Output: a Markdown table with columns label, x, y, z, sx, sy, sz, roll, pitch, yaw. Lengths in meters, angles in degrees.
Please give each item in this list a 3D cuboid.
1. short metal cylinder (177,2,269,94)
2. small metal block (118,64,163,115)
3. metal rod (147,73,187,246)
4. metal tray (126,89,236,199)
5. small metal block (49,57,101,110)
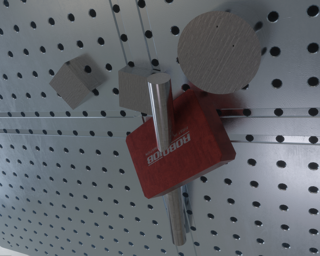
| label | x | y | z | sx | sy | sz | roll | pitch | yaw |
| --- | --- | --- | --- | --- | --- | --- | --- | --- | --- |
| short metal cylinder | 0.064 | -0.081 | 0.311 | 0.080 | 0.050 | 0.079 | 13 | 124 | 21 |
| small metal block | -0.024 | -0.049 | 0.394 | 0.050 | 0.025 | 0.050 | 16 | 125 | 19 |
| metal rod | 0.015 | 0.065 | 0.417 | 0.025 | 0.025 | 0.298 | 11 | 131 | 22 |
| metal tray | 0.019 | 0.023 | 0.382 | 0.130 | 0.030 | 0.090 | -36 | 67 | 37 |
| small metal block | -0.120 | -0.062 | 0.437 | 0.050 | 0.025 | 0.050 | 49 | 129 | -6 |
